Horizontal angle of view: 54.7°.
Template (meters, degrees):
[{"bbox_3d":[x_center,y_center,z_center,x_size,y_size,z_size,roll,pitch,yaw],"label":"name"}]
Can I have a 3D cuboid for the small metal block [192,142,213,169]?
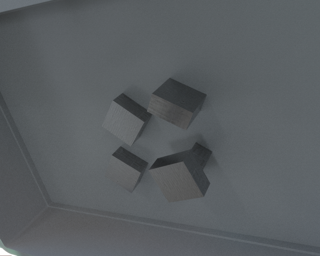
[{"bbox_3d":[0.040,0.055,0.404,0.025,0.050,0.050,30,128,8],"label":"small metal block"}]

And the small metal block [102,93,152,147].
[{"bbox_3d":[-0.046,-0.011,0.424,0.050,0.025,0.050,35,129,4],"label":"small metal block"}]

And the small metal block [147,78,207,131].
[{"bbox_3d":[0.021,-0.029,0.362,0.050,0.050,0.025,26,128,11],"label":"small metal block"}]

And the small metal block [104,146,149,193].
[{"bbox_3d":[-0.052,0.064,0.474,0.050,0.025,0.050,30,128,8],"label":"small metal block"}]

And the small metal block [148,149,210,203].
[{"bbox_3d":[0.023,0.058,0.367,0.050,0.025,0.050,-19,108,35],"label":"small metal block"}]
